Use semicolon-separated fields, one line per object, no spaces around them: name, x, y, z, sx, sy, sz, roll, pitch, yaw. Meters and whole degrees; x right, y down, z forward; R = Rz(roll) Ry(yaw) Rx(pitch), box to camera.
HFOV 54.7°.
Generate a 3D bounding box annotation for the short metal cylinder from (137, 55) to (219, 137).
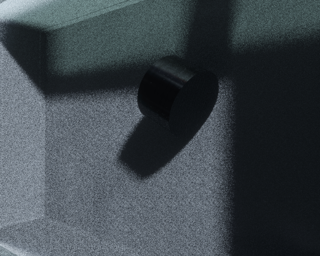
short metal cylinder;0.021;-0.036;0.352;0.050;0.081;0.079;34;111;34
